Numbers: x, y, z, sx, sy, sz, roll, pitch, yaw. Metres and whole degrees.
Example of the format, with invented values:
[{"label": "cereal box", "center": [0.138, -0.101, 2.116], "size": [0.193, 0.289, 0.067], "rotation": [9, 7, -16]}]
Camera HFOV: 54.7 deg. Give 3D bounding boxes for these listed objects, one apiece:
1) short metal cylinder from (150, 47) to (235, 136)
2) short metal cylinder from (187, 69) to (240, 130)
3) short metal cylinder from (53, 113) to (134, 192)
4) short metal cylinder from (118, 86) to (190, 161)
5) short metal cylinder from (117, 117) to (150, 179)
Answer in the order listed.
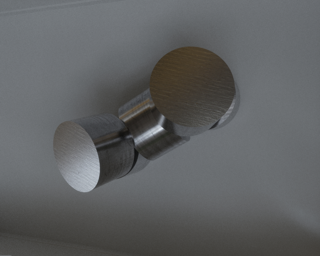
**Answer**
[{"label": "short metal cylinder", "center": [0.030, -0.035, 0.315], "size": [0.081, 0.050, 0.080], "rotation": [1, 78, -2]}, {"label": "short metal cylinder", "center": [0.054, -0.037, 0.376], "size": [0.080, 0.050, 0.079], "rotation": [0, 90, 19]}, {"label": "short metal cylinder", "center": [-0.076, 0.026, 0.353], "size": [0.080, 0.050, 0.079], "rotation": [12, 110, 37]}, {"label": "short metal cylinder", "center": [-0.006, -0.007, 0.381], "size": [0.050, 0.080, 0.080], "rotation": [-31, 80, 17]}, {"label": "short metal cylinder", "center": [-0.055, 0.025, 0.414], "size": [0.080, 0.050, 0.079], "rotation": [0, 90, 19]}]
